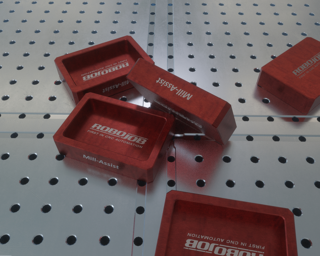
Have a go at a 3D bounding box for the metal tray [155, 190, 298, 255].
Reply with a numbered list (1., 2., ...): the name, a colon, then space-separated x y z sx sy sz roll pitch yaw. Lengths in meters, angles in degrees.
1. metal tray: 0.064 0.117 0.306 0.131 0.030 0.090 8 50 6

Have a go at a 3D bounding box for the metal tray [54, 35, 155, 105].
1. metal tray: -0.085 -0.092 0.481 0.131 0.030 0.090 -24 54 -19

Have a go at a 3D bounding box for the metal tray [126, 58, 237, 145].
1. metal tray: 0.029 -0.032 0.390 0.130 0.090 0.030 31 85 23

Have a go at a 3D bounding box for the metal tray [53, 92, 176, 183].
1. metal tray: -0.055 0.008 0.397 0.130 0.030 0.090 16 52 13

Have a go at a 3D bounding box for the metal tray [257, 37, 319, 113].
1. metal tray: 0.227 -0.086 0.478 0.131 0.030 0.090 -33 58 -25
